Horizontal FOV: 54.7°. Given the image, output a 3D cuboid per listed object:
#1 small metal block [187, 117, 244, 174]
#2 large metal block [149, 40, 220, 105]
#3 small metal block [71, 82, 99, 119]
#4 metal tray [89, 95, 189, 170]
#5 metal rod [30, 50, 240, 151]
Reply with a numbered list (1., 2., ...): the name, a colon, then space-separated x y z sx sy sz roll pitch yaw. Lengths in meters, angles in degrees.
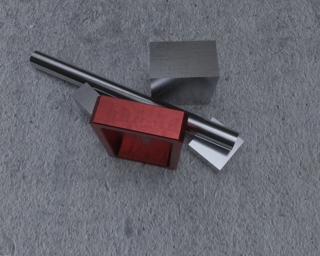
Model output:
1. small metal block: 0.071 0.023 0.402 0.050 0.025 0.050 40 74 13
2. large metal block: 0.028 -0.068 0.404 0.081 0.080 0.050 -2 70 -1
3. small metal block: -0.083 -0.025 0.403 0.050 0.050 0.025 43 75 13
4. metal tray: -0.020 0.011 0.349 0.090 0.130 0.030 12 71 4
5. metal rod: -0.043 -0.041 0.409 0.301 0.025 0.025 23 72 13
